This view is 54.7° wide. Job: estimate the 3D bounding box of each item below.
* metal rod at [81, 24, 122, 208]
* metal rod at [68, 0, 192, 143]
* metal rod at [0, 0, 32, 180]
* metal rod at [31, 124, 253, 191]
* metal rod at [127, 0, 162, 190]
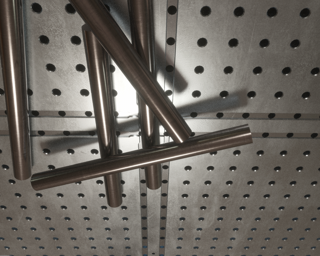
[{"bbox_3d":[-0.072,0.008,0.417,0.025,0.025,0.298,1,130,-1],"label":"metal rod"},{"bbox_3d":[-0.054,-0.097,0.303,0.025,0.025,0.300,-26,119,20],"label":"metal rod"},{"bbox_3d":[-0.173,-0.042,0.373,0.025,0.025,0.298,10,130,-9],"label":"metal rod"},{"bbox_3d":[-0.032,0.042,0.412,0.301,0.025,0.025,-14,129,11],"label":"metal rod"},{"bbox_3d":[-0.015,-0.026,0.388,0.025,0.025,0.298,-2,130,1],"label":"metal rod"}]
